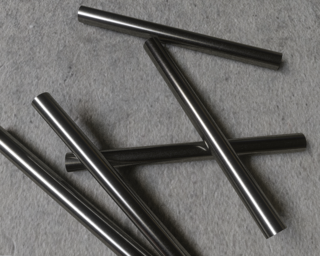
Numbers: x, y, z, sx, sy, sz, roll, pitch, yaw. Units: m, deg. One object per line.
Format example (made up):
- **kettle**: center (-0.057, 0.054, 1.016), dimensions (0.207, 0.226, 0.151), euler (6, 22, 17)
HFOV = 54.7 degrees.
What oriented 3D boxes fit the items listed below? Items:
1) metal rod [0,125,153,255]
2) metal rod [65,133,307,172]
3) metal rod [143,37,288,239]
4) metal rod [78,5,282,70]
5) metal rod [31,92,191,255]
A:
- **metal rod**: center (-0.100, 0.093, 0.372), dimensions (0.300, 0.025, 0.025), euler (37, 74, 12)
- **metal rod**: center (0.034, 0.031, 0.397), dimensions (0.302, 0.025, 0.025), euler (-5, 70, -2)
- **metal rod**: center (0.054, -0.007, 0.388), dimensions (0.025, 0.025, 0.299), euler (-26, 64, -9)
- **metal rod**: center (0.026, -0.134, 0.457), dimensions (0.302, 0.025, 0.025), euler (15, 71, 5)
- **metal rod**: center (-0.045, 0.075, 0.360), dimensions (0.025, 0.025, 0.300), euler (-41, 83, -14)
